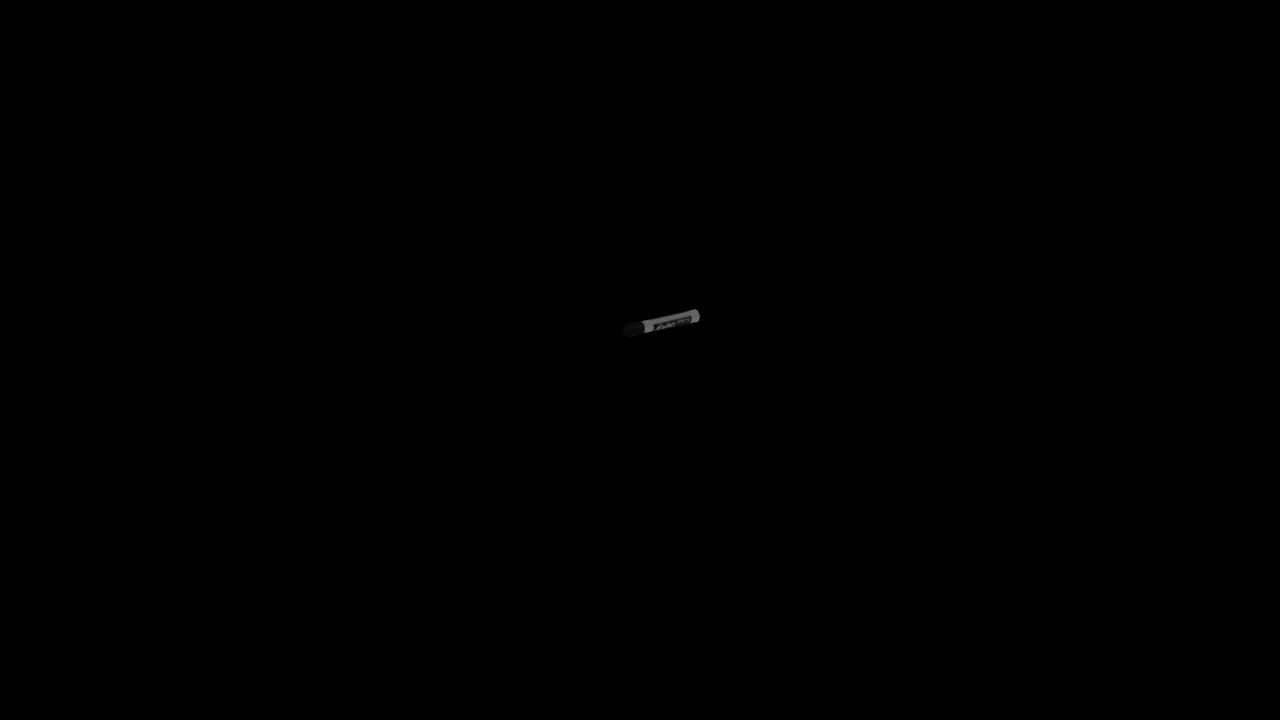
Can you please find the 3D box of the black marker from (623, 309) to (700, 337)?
[{"bbox_3d":[0.030,-0.051,0.850,0.121,0.020,0.020,-14,7,-30],"label":"black marker"}]
